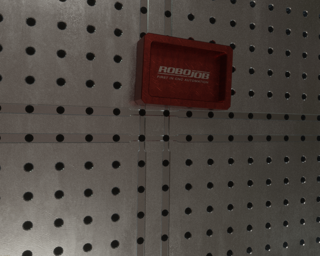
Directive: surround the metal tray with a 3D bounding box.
[{"bbox_3d":[0.034,-0.073,0.423,0.131,0.030,0.089,3,89,-21],"label":"metal tray"}]
